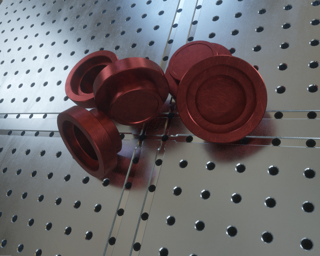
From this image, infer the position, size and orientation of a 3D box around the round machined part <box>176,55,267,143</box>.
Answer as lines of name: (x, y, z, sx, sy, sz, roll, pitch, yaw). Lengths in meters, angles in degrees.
round machined part: (0.070, -0.032, 0.360, 0.098, 0.042, 0.097, 0, 91, 10)

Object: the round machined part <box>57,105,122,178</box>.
round machined part: (-0.088, 0.013, 0.406, 0.098, 0.097, 0.042, 26, 47, 36)

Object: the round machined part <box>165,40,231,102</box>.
round machined part: (0.050, -0.079, 0.418, 0.098, 0.042, 0.098, -13, 56, 20)

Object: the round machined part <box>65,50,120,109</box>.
round machined part: (-0.097, -0.072, 0.490, 0.098, 0.042, 0.098, -13, 56, 20)

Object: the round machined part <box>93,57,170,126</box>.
round machined part: (-0.034, -0.040, 0.403, 0.098, 0.098, 0.042, -28, 53, 10)
